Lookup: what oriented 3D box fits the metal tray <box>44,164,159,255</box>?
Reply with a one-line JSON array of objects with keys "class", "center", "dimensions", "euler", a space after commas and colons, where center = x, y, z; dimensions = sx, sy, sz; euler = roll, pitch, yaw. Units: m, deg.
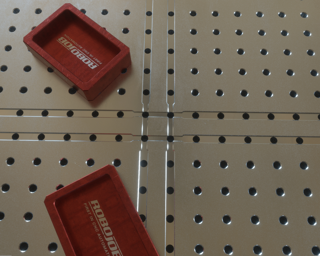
[{"class": "metal tray", "center": [-0.067, 0.120, 0.364], "dimensions": [0.090, 0.030, 0.130], "euler": [-27, 72, -10]}]

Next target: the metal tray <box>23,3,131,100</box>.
[{"class": "metal tray", "center": [-0.118, -0.113, 0.449], "dimensions": [0.130, 0.030, 0.090], "euler": [39, 74, 13]}]
